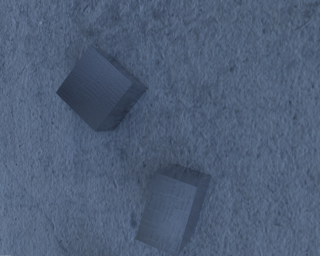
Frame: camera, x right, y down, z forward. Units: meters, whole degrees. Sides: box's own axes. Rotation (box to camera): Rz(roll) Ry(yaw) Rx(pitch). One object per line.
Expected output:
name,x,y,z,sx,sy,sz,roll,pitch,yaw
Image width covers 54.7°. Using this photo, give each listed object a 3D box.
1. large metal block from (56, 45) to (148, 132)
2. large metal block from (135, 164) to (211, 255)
large metal block,-0.079,-0.051,0.422,0.080,0.050,0.080,43,103,14
large metal block,0.019,0.093,0.372,0.050,0.080,0.079,17,96,19
